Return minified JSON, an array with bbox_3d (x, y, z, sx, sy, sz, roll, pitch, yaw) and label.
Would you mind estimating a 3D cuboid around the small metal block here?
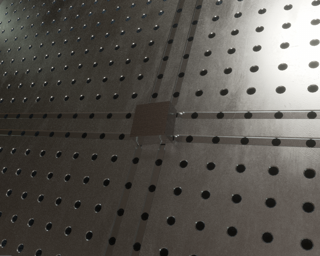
[{"bbox_3d":[-0.008,-0.006,0.415,0.050,0.025,0.050,-5,60,25],"label":"small metal block"}]
